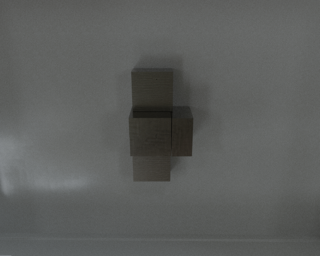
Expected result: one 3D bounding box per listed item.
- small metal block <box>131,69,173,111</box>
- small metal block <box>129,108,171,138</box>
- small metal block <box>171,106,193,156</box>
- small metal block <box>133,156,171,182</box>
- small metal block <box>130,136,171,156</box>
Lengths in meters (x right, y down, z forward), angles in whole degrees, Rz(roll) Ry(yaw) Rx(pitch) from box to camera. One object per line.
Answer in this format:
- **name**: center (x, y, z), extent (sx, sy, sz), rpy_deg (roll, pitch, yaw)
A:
- **small metal block**: center (-0.009, -0.048, 0.391), extent (0.050, 0.025, 0.050), rpy_deg (0, 110, 0)
- **small metal block**: center (-0.012, -0.009, 0.393), extent (0.050, 0.050, 0.025), rpy_deg (0, 110, 0)
- **small metal block**: center (0.027, 0.003, 0.397), extent (0.025, 0.050, 0.050), rpy_deg (0, 110, 0)
- **small metal block**: center (-0.011, 0.045, 0.426), extent (0.050, 0.025, 0.050), rpy_deg (0, 110, 0)
- **small metal block**: center (-0.011, 0.014, 0.401), extent (0.050, 0.050, 0.025), rpy_deg (0, 110, 0)
